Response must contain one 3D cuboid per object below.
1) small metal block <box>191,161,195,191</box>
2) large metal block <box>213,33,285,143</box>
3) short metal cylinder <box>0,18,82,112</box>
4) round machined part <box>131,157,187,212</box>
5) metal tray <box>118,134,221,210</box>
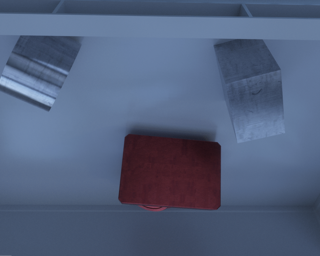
[{"bbox_3d":[0.051,0.068,0.468,0.050,0.025,0.050,29,124,-23],"label":"small metal block"},{"bbox_3d":[0.096,-0.044,0.337,0.050,0.080,0.080,-13,129,11],"label":"large metal block"},{"bbox_3d":[-0.121,-0.063,0.318,0.050,0.080,0.080,26,125,-21],"label":"short metal cylinder"},{"bbox_3d":[-0.010,0.081,0.446,0.098,0.042,0.097,11,124,16],"label":"round machined part"},{"bbox_3d":[0.014,0.060,0.416,0.131,0.090,0.030,6,162,-5],"label":"metal tray"}]
